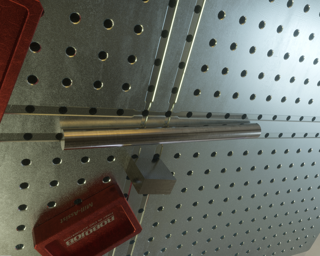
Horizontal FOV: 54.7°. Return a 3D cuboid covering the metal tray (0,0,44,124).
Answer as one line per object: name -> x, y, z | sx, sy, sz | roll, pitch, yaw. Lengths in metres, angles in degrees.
metal tray -> -0.170, -0.070, 0.271 | 0.091, 0.030, 0.129 | 17, 110, -35

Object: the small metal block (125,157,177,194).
small metal block -> -0.013, 0.066, 0.431 | 0.050, 0.050, 0.025 | 8, 114, -33

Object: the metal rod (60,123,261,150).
metal rod -> 0.021, 0.009, 0.429 | 0.303, 0.025, 0.025 | -2, 119, -28

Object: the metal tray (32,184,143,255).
metal tray -> -0.100, 0.148, 0.445 | 0.131, 0.030, 0.090 | -28, 128, -11
